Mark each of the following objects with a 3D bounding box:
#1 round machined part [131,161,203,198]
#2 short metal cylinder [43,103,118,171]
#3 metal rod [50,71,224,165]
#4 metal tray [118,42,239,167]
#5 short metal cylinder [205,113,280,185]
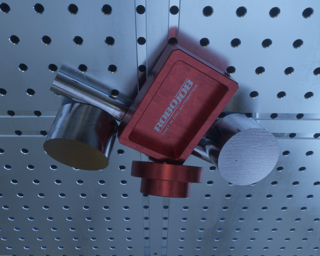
[{"bbox_3d":[0.009,0.071,0.425,0.099,0.042,0.098,6,173,1],"label":"round machined part"},{"bbox_3d":[-0.097,0.013,0.390,0.080,0.050,0.080,8,147,5],"label":"short metal cylinder"},{"bbox_3d":[0.004,0.005,0.415,0.302,0.025,0.025,25,126,-20],"label":"metal rod"},{"bbox_3d":[0.019,-0.023,0.370,0.090,0.030,0.129,25,112,-20],"label":"metal tray"},{"bbox_3d":[0.105,0.027,0.403,0.081,0.050,0.079,-4,114,-10],"label":"short metal cylinder"}]
